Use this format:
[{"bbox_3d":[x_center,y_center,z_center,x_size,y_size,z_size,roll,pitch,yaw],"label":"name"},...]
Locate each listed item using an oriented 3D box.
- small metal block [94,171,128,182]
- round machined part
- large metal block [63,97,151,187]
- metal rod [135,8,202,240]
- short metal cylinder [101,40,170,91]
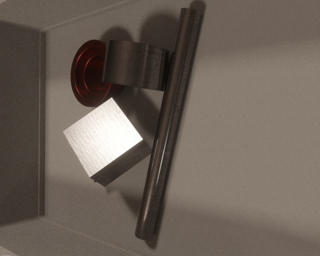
[{"bbox_3d":[-0.081,0.050,0.471,0.050,0.025,0.050,-28,73,36],"label":"small metal block"},{"bbox_3d":[-0.088,-0.079,0.466,0.098,0.042,0.097,0,90,39],"label":"round machined part"},{"bbox_3d":[-0.070,0.020,0.422,0.080,0.050,0.080,-36,63,-5],"label":"large metal block"},{"bbox_3d":[0.008,0.003,0.398,0.025,0.025,0.298,19,102,38],"label":"metal rod"},{"bbox_3d":[-0.031,-0.077,0.394,0.080,0.081,0.050,14,98,39],"label":"short metal cylinder"}]
